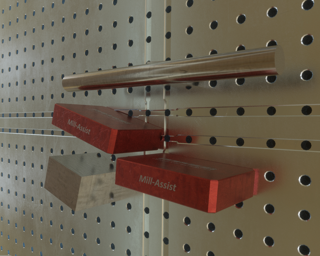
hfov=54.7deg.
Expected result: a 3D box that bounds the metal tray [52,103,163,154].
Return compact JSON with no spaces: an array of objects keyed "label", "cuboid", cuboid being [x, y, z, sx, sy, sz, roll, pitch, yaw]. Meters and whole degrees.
[{"label":"metal tray","cuboid":[-0.074,-0.002,0.425,0.130,0.091,0.030,21,103,37]}]

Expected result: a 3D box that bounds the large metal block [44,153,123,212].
[{"label":"large metal block","cuboid":[-0.112,0.076,0.463,0.080,0.081,0.050,21,103,38]}]

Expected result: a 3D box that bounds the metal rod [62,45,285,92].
[{"label":"metal rod","cuboid":[-0.015,-0.061,0.354,0.300,0.025,0.025,2,91,39]}]

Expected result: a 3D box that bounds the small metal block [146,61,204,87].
[{"label":"small metal block","cuboid":[0.019,-0.065,0.376,0.050,0.050,0.025,8,95,39]}]

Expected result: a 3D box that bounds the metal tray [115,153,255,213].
[{"label":"metal tray","cuboid":[0.026,0.054,0.344,0.130,0.091,0.030,7,95,39]}]
